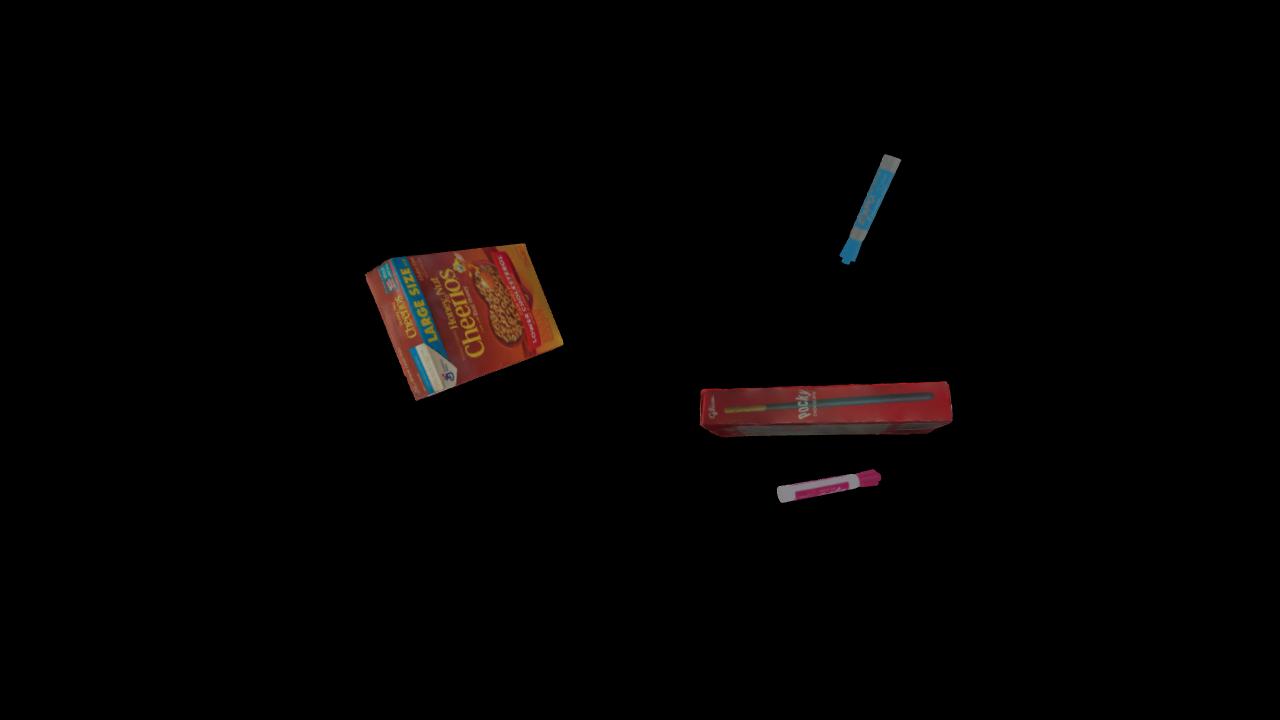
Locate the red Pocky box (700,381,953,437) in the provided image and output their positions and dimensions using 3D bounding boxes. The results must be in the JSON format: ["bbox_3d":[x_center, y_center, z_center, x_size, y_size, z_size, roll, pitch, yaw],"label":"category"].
[{"bbox_3d":[0.123,0.036,0.424,0.155,0.028,0.083,-3,-11,15],"label":"red Pocky box"}]

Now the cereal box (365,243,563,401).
[{"bbox_3d":[-0.270,-0.076,1.006,0.081,0.203,0.306,-19,4,30],"label":"cereal box"}]

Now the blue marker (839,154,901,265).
[{"bbox_3d":[0.251,-0.163,0.675,0.020,0.121,0.020,16,22,-7],"label":"blue marker"}]

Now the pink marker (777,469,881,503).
[{"bbox_3d":[0.217,0.143,0.702,0.121,0.020,0.020,-9,1,-6],"label":"pink marker"}]
